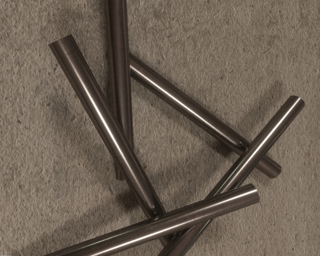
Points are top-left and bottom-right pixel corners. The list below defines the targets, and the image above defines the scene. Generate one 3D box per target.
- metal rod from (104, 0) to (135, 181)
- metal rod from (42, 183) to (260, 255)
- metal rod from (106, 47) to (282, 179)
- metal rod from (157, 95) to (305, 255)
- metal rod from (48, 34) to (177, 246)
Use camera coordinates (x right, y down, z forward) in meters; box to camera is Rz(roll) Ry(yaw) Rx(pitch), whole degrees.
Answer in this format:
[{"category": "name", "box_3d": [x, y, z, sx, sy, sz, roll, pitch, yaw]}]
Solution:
[{"category": "metal rod", "box_3d": [-0.049, -0.083, 0.365, 0.025, 0.025, 0.298, -6, 102, -20]}, {"category": "metal rod", "box_3d": [-0.025, 0.126, 0.367, 0.302, 0.025, 0.025, -17, 96, -7]}, {"category": "metal rod", "box_3d": [0.058, -0.015, 0.431, 0.301, 0.025, 0.025, 35, 79, -17]}, {"category": "metal rod", "box_3d": [0.103, 0.065, 0.420, 0.301, 0.025, 0.025, -46, 105, -16]}, {"category": "metal rod", "box_3d": [-0.039, 0.037, 0.362, 0.025, 0.025, 0.299, -33, 113, -17]}]
